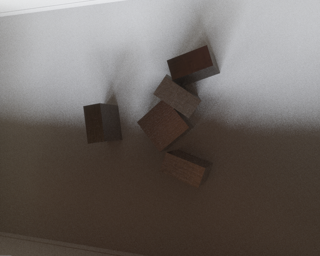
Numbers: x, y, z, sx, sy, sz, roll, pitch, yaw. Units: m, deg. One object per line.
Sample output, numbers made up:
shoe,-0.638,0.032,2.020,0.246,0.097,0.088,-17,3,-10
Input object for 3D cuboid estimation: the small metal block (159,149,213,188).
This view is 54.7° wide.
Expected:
small metal block,0.034,0.049,0.385,0.050,0.050,0.025,21,97,18

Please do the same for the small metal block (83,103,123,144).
small metal block,-0.077,-0.006,0.423,0.025,0.050,0.050,-8,87,19

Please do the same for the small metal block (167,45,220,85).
small metal block,0.043,-0.075,0.382,0.050,0.050,0.025,-18,84,18

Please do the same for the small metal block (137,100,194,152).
small metal block,0.007,-0.004,0.407,0.050,0.025,0.050,-41,78,15

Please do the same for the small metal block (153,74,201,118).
small metal block,0.021,-0.041,0.381,0.050,0.050,0.025,34,102,-5
